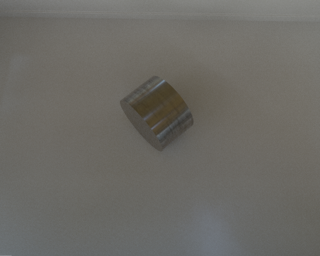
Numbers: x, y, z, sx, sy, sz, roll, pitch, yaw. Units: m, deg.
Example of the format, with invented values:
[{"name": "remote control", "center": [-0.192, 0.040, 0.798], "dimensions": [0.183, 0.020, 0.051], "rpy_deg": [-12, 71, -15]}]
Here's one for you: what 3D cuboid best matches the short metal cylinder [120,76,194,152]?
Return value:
[{"name": "short metal cylinder", "center": [-0.004, -0.017, 0.384], "dimensions": [0.050, 0.080, 0.080], "rpy_deg": [-40, 75, -13]}]
